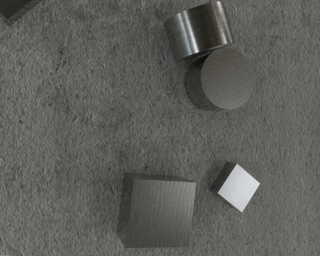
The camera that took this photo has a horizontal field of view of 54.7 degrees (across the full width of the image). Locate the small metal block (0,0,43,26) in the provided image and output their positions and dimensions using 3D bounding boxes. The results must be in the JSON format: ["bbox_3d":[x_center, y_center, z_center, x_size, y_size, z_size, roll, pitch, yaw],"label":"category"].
[{"bbox_3d":[-0.169,-0.153,0.346,0.050,0.025,0.050,46,76,-14],"label":"small metal block"}]

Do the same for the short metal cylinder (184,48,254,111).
[{"bbox_3d":[0.081,-0.064,0.426,0.081,0.050,0.080,0,90,-20],"label":"short metal cylinder"}]

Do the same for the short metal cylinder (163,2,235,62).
[{"bbox_3d":[0.050,-0.121,0.398,0.081,0.080,0.050,-20,97,-19],"label":"short metal cylinder"}]

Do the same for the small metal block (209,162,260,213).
[{"bbox_3d":[0.108,0.085,0.449,0.050,0.025,0.050,40,77,-16],"label":"small metal block"}]

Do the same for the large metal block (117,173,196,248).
[{"bbox_3d":[-0.006,0.103,0.394,0.081,0.050,0.080,7,88,-20],"label":"large metal block"}]
